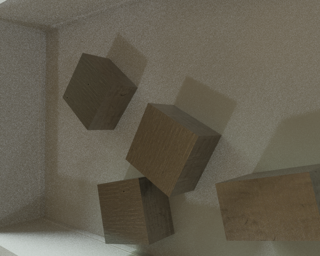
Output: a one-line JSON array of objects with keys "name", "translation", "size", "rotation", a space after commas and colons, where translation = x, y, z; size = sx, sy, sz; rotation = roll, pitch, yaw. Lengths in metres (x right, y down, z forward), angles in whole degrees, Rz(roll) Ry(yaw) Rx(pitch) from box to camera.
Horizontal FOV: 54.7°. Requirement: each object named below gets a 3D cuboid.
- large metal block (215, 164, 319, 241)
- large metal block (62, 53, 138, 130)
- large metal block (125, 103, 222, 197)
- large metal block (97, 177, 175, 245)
[{"name": "large metal block", "translation": [0.110, 0.065, 0.280], "size": [0.080, 0.081, 0.050], "rotation": [-17, 80, 38]}, {"name": "large metal block", "translation": [-0.092, -0.053, 0.464], "size": [0.080, 0.050, 0.080], "rotation": [47, 118, 29]}, {"name": "large metal block", "translation": [0.014, 0.024, 0.377], "size": [0.080, 0.050, 0.079], "rotation": [35, 112, 34]}, {"name": "large metal block", "translation": [-0.034, 0.108, 0.416], "size": [0.080, 0.050, 0.080], "rotation": [-16, 80, 38]}]
